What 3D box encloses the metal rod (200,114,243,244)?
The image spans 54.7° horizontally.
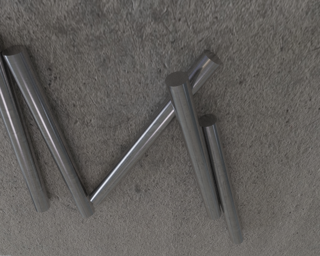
[{"bbox_3d":[0.103,0.099,0.492,0.025,0.025,0.299,-13,129,10],"label":"metal rod"}]

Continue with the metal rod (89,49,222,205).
[{"bbox_3d":[-0.022,0.018,0.421,0.025,0.025,0.298,26,125,-21],"label":"metal rod"}]

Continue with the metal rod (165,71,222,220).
[{"bbox_3d":[0.055,0.048,0.428,0.025,0.025,0.299,-12,136,9],"label":"metal rod"}]

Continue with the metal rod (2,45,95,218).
[{"bbox_3d":[-0.140,0.029,0.430,0.025,0.025,0.298,-5,130,4],"label":"metal rod"}]

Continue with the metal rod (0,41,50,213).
[{"bbox_3d":[-0.189,0.017,0.419,0.025,0.025,0.298,2,130,-2],"label":"metal rod"}]
